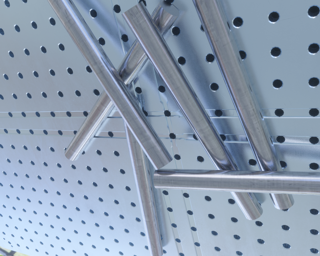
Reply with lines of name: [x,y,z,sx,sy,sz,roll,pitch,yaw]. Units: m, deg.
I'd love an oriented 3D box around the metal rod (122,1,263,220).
metal rod: [0.049,-0.004,0.364,0.025,0.025,0.299,-18,115,35]

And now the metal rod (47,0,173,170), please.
metal rod: [-0.075,-0.082,0.373,0.025,0.025,0.299,-30,93,38]

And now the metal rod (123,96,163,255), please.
metal rod: [-0.024,0.092,0.481,0.025,0.025,0.298,7,122,25]

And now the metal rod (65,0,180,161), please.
metal rod: [-0.068,-0.042,0.421,0.025,0.025,0.298,42,129,-1]

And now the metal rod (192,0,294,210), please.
metal rod: [0.092,-0.034,0.341,0.025,0.025,0.299,-14,111,34]

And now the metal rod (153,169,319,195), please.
metal rod: [0.139,0.061,0.345,0.301,0.025,0.025,-1,118,18]
